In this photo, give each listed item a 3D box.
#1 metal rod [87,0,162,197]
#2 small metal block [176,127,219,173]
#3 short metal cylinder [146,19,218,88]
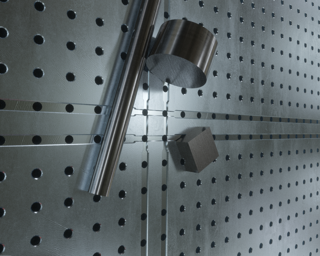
[{"bbox_3d":[-0.035,-0.067,0.381,0.025,0.025,0.299,23,76,-38],"label":"metal rod"},{"bbox_3d":[0.056,0.031,0.459,0.050,0.025,0.050,-33,111,-35],"label":"small metal block"},{"bbox_3d":[0.029,-0.093,0.399,0.080,0.080,0.050,32,70,-36],"label":"short metal cylinder"}]
